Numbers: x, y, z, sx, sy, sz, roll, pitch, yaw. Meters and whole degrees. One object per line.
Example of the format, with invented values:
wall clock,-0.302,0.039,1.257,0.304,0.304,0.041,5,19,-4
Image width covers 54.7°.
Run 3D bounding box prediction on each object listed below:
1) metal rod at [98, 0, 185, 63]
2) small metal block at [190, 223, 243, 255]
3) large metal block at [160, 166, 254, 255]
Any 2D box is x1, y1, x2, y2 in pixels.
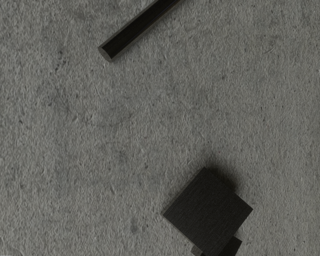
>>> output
metal rod,0.036,-0.192,0.421,0.301,0.025,0.025,-45,104,-15
small metal block,0.080,0.168,0.439,0.050,0.025,0.050,35,79,-17
large metal block,0.058,0.109,0.404,0.080,0.050,0.080,41,76,6
